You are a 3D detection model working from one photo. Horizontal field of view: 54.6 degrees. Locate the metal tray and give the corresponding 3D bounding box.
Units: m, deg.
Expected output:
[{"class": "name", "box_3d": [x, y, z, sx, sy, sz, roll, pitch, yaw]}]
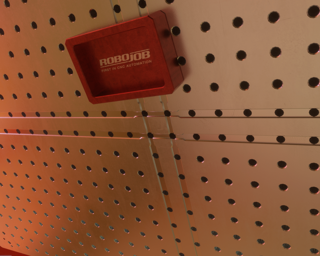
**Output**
[{"class": "metal tray", "box_3d": [-0.045, -0.081, 0.381, 0.130, 0.030, 0.090, -4, 117, 30]}]
